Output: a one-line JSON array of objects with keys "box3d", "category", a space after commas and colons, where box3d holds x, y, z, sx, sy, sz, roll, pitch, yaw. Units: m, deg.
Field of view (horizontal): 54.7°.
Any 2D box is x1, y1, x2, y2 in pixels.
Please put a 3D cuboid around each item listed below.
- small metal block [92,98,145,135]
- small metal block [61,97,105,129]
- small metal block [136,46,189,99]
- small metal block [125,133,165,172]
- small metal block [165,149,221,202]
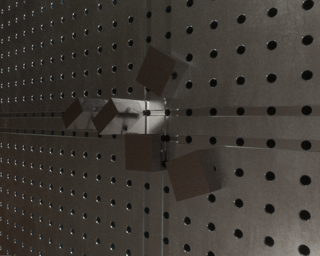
[{"box3d": [-0.059, -0.016, 0.439, 0.050, 0.050, 0.025, -44, 64, 31], "category": "small metal block"}, {"box3d": [-0.117, -0.022, 0.487, 0.050, 0.050, 0.025, -39, 67, 33], "category": "small metal block"}, {"box3d": [0.002, -0.073, 0.406, 0.050, 0.025, 0.050, 38, 113, 33], "category": "small metal block"}, {"box3d": [-0.021, 0.033, 0.425, 0.050, 0.025, 0.050, -2, 89, 39], "category": "small metal block"}, {"box3d": [0.039, 0.057, 0.375, 0.050, 0.025, 0.050, -26, 74, 36], "category": "small metal block"}]
